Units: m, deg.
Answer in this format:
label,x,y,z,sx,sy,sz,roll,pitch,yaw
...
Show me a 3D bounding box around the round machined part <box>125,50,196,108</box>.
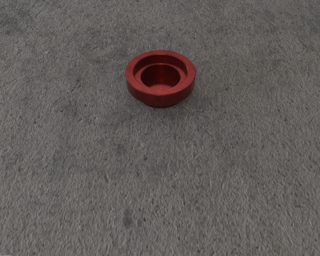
label,x,y,z,sx,sy,sz,roll,pitch,yaw
round machined part,0.001,-0.067,0.448,0.099,0.042,0.098,0,50,0
